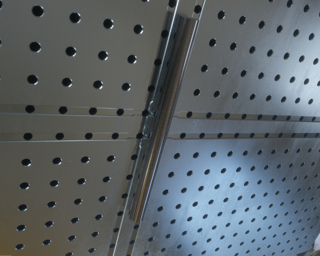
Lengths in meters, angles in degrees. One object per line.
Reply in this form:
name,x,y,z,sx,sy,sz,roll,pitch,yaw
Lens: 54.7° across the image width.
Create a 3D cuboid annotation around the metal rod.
metal rod,-0.001,0.005,0.415,0.025,0.025,0.298,0,118,-29
